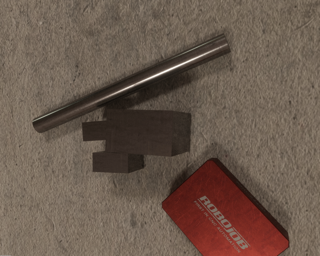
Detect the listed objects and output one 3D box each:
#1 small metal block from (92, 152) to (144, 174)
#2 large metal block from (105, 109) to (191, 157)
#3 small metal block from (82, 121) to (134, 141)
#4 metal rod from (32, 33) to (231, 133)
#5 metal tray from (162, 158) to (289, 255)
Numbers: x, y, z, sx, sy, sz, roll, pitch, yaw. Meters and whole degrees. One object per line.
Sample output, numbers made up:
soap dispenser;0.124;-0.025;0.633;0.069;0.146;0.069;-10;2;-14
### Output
small metal block;-0.055;0.044;0.414;0.050;0.050;0.025;0;90;19
large metal block;-0.011;0.004;0.383;0.080;0.080;0.050;3;91;19
small metal block;-0.069;0.003;0.419;0.050;0.050;0.025;-4;89;19
metal rod;-0.051;-0.054;0.425;0.300;0.025;0.025;-21;83;18
metal tray;0.077;0.112;0.379;0.090;0.030;0.130;-46;76;14
